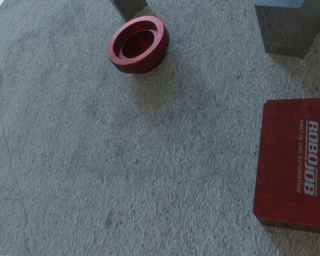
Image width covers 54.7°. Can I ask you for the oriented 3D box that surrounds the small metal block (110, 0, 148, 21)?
[{"bbox_3d":[-0.058,-0.232,0.561,0.050,0.050,0.025,-41,51,0],"label":"small metal block"}]

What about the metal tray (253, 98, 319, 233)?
[{"bbox_3d":[0.146,0.033,0.304,0.090,0.030,0.130,0,62,28],"label":"metal tray"}]

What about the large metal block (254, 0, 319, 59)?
[{"bbox_3d":[0.162,-0.144,0.372,0.050,0.080,0.080,22,74,36],"label":"large metal block"}]

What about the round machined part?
[{"bbox_3d":[-0.029,-0.124,0.485,0.098,0.042,0.098,-13,56,21],"label":"round machined part"}]
